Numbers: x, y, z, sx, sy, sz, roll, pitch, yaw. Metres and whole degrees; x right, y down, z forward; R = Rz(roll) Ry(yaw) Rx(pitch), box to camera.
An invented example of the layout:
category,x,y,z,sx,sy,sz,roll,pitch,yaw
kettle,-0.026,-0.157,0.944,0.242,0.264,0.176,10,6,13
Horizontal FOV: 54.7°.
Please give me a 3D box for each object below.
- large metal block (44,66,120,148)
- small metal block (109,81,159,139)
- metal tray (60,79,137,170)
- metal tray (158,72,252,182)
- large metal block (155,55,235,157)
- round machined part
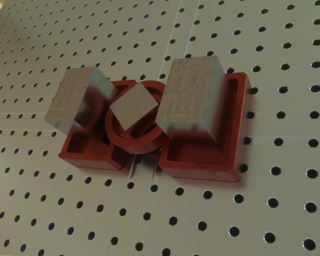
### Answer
category,x,y,z,sx,sy,sz,roll,pitch,yaw
large metal block,-0.097,-0.026,0.423,0.050,0.080,0.080,1,62,29
small metal block,-0.028,-0.022,0.384,0.050,0.025,0.050,-39,51,2
metal tray,-0.082,-0.007,0.452,0.090,0.030,0.130,1,62,28
metal tray,0.057,-0.004,0.377,0.090,0.030,0.130,0,61,28
large metal block,0.044,-0.022,0.346,0.050,0.080,0.080,2,63,29
round machined part,-0.018,-0.010,0.402,0.098,0.042,0.098,-13,56,21
